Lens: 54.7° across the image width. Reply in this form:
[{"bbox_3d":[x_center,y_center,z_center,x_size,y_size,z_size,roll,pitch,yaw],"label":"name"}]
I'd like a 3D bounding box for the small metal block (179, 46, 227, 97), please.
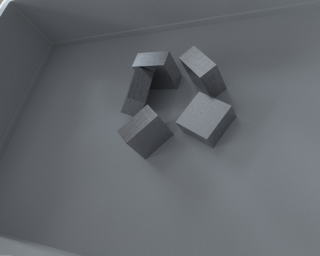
[{"bbox_3d":[0.056,-0.071,0.403,0.025,0.050,0.050,-39,51,2],"label":"small metal block"}]

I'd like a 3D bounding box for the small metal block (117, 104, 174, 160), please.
[{"bbox_3d":[-0.017,0.006,0.394,0.050,0.050,0.025,-42,51,-1],"label":"small metal block"}]

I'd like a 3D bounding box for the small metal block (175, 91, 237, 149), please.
[{"bbox_3d":[0.057,-0.011,0.382,0.050,0.025,0.050,31,78,37],"label":"small metal block"}]

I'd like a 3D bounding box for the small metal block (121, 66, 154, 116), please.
[{"bbox_3d":[-0.032,-0.049,0.433,0.025,0.050,0.050,18,65,-10],"label":"small metal block"}]

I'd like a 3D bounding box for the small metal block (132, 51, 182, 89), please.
[{"bbox_3d":[-0.003,-0.081,0.439,0.050,0.050,0.025,4,60,29],"label":"small metal block"}]
